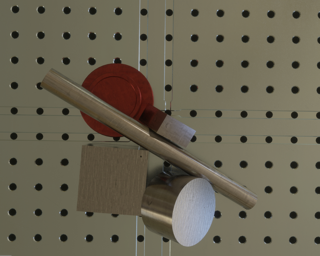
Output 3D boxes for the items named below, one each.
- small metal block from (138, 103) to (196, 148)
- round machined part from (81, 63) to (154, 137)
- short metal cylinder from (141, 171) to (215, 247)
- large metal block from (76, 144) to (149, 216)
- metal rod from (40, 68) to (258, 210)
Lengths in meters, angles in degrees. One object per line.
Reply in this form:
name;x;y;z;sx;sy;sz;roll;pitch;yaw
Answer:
small metal block;0.009;-0.003;0.391;0.050;0.050;0.025;28;94;-35
round machined part;-0.057;-0.036;0.404;0.099;0.042;0.097;0;90;-1
short metal cylinder;0.024;0.097;0.380;0.081;0.050;0.079;-5;97;-45
large metal block;-0.057;0.063;0.398;0.081;0.050;0.079;5;90;-1
metal rod;-0.003;0.021;0.381;0.301;0.025;0.025;32;90;-13
